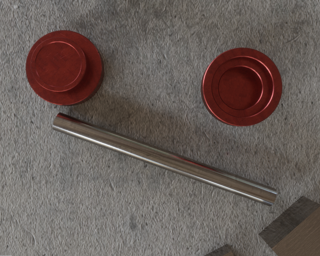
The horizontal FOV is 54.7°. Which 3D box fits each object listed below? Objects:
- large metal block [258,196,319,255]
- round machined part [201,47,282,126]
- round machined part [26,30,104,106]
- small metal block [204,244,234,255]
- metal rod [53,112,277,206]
[{"bbox_3d":[0.191,0.149,0.399,0.080,0.050,0.080,-41,90,0],"label":"large metal block"},{"bbox_3d":[0.102,-0.051,0.402,0.099,0.042,0.097,0,90,0],"label":"round machined part"},{"bbox_3d":[-0.125,-0.078,0.400,0.099,0.042,0.097,0,90,0],"label":"round machined part"},{"bbox_3d":[0.081,0.192,0.411,0.050,0.025,0.050,-27,90,0],"label":"small metal block"},{"bbox_3d":[0.007,0.042,0.409,0.301,0.025,0.025,20,90,0],"label":"metal rod"}]
